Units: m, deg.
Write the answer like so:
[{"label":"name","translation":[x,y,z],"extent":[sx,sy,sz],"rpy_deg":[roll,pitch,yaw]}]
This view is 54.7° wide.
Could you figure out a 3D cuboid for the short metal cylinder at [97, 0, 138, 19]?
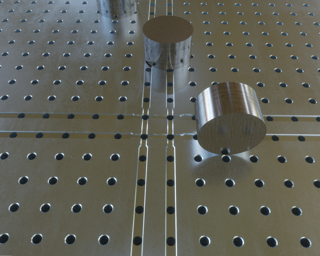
[{"label":"short metal cylinder","translation":[-0.085,-0.259,0.608],"extent":[0.081,0.050,0.080],"rpy_deg":[0,50,0]}]

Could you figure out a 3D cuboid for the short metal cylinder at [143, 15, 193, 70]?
[{"label":"short metal cylinder","translation":[0.013,-0.141,0.510],"extent":[0.081,0.050,0.080],"rpy_deg":[0,50,0]}]

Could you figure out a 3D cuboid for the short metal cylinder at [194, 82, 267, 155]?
[{"label":"short metal cylinder","translation":[0.084,-0.010,0.381],"extent":[0.081,0.080,0.050],"rpy_deg":[0,50,0]}]
